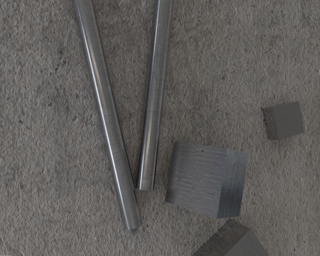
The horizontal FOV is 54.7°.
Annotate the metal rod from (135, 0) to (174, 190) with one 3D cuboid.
[{"bbox_3d":[-0.004,-0.070,0.407,0.025,0.025,0.298,7,88,-20],"label":"metal rod"}]

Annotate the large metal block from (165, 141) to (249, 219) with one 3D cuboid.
[{"bbox_3d":[0.059,0.063,0.395,0.050,0.080,0.080,12,85,-46],"label":"large metal block"}]

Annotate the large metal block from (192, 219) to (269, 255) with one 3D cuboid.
[{"bbox_3d":[0.105,0.191,0.435,0.080,0.050,0.080,-39,103,-16],"label":"large metal block"}]

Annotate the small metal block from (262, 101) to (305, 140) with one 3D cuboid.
[{"bbox_3d":[0.191,-0.012,0.480,0.050,0.025,0.050,-14,95,-20],"label":"small metal block"}]

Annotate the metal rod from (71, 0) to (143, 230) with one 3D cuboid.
[{"bbox_3d":[-0.065,-0.021,0.385,0.025,0.025,0.298,-14,95,-20],"label":"metal rod"}]
